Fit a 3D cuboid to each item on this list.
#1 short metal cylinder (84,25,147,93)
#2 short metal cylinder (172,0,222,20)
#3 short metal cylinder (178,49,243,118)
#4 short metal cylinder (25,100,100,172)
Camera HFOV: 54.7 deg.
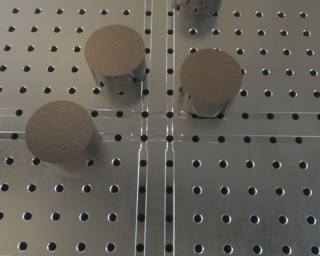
[{"bbox_3d":[-0.060,-0.095,0.433,0.081,0.050,0.080,0,70,0],"label":"short metal cylinder"},{"bbox_3d":[0.059,-0.215,0.477,0.081,0.050,0.080,0,70,0],"label":"short metal cylinder"},{"bbox_3d":[0.066,-0.060,0.420,0.081,0.050,0.080,0,70,0],"label":"short metal cylinder"},{"bbox_3d":[-0.121,0.011,0.393,0.081,0.050,0.080,0,70,0],"label":"short metal cylinder"}]
